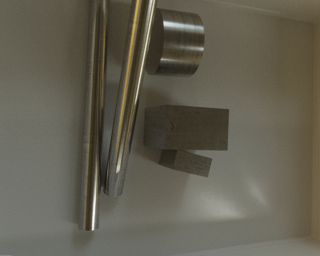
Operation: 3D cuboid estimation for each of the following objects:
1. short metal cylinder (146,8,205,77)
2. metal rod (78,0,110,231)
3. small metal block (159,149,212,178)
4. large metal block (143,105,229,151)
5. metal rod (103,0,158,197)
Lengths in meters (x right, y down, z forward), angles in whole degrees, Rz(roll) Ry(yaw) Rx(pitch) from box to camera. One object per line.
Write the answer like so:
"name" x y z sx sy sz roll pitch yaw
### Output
"short metal cylinder" 0.014 -0.105 0.387 0.050 0.080 0.079 0 90 -20
"metal rod" -0.080 -0.027 0.381 0.025 0.025 0.298 3 89 -20
"small metal block" 0.033 0.045 0.411 0.050 0.050 0.025 16 85 -20
"large metal block" 0.030 0.000 0.394 0.081 0.080 0.050 3 89 -20
"metal rod" -0.030 -0.055 0.336 0.025 0.025 0.298 3 114 -20
